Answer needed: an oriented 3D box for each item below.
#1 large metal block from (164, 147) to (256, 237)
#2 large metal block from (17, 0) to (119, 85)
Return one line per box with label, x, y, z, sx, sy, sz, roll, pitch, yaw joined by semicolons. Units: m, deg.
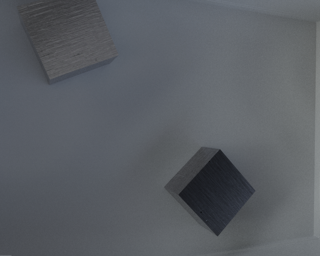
large metal block;0.067;0.083;0.422;0.080;0.050;0.080;-45;104;-14
large metal block;-0.105;-0.104;0.358;0.081;0.050;0.080;-25;99;-18
